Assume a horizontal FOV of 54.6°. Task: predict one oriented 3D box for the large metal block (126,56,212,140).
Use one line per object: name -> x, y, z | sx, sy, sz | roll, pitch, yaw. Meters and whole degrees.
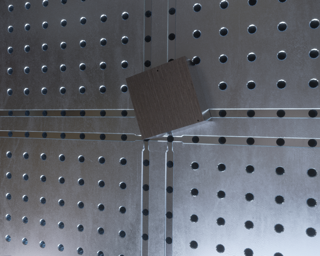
large metal block -> 0.012, -0.035, 0.395 | 0.080, 0.050, 0.080 | -17, 84, 19
